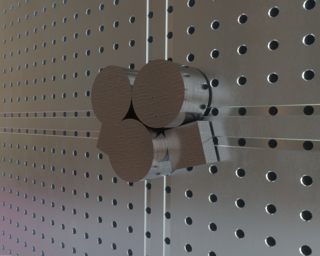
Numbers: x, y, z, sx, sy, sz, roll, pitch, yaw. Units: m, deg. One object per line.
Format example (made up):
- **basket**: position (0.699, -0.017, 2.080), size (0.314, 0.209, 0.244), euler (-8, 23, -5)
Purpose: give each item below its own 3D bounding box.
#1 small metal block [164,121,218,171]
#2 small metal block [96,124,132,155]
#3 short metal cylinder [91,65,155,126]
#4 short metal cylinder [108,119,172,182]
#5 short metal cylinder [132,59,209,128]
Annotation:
- **small metal block**: position (0.037, 0.022, 0.375), size (0.050, 0.025, 0.050), euler (-18, 79, 38)
- **small metal block**: position (-0.064, 0.015, 0.457), size (0.050, 0.025, 0.050), euler (26, 107, 37)
- **short metal cylinder**: position (-0.050, -0.043, 0.429), size (0.080, 0.050, 0.079), euler (0, 90, 40)
- **short metal cylinder**: position (-0.022, 0.028, 0.406), size (0.080, 0.050, 0.079), euler (0, 90, 40)
- **short metal cylinder**: position (0.012, -0.040, 0.378), size (0.080, 0.050, 0.079), euler (0, 90, 40)
